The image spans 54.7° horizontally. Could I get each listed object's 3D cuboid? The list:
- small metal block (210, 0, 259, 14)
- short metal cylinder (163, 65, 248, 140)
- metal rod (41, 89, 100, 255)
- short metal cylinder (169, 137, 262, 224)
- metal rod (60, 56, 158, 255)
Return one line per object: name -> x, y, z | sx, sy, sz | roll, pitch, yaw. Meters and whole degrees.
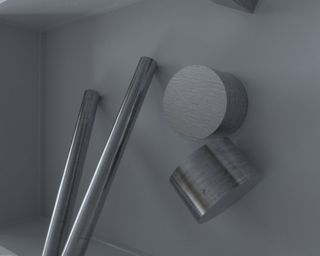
small metal block -> 0.072, -0.147, 0.330 | 0.050, 0.050, 0.025 | 33, 110, 35
short metal cylinder -> 0.051, -0.027, 0.347 | 0.080, 0.050, 0.079 | 0, 90, 39
metal rod -> -0.121, 0.074, 0.419 | 0.025, 0.025, 0.300 | -22, 50, 37
short metal cylinder -> 0.057, 0.055, 0.323 | 0.080, 0.081, 0.050 | -52, 60, 27
metal rod -> -0.064, 0.046, 0.379 | 0.025, 0.025, 0.299 | 7, 70, 39
